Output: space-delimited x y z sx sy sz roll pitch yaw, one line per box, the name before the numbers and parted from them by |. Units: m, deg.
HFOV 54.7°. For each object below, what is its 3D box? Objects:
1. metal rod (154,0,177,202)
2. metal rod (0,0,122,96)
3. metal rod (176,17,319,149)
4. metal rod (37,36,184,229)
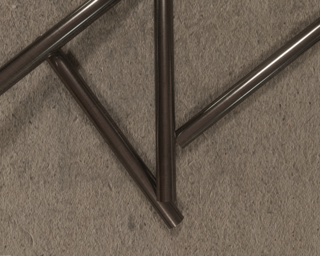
metal rod | 0.006 -0.058 0.398 0.025 0.025 0.298 -1 86 -1
metal rod | -0.126 -0.114 0.385 0.301 0.025 0.025 -42 90 -10
metal rod | 0.140 -0.075 0.411 0.300 0.025 0.025 -38 90 -1
metal rod | -0.066 0.004 0.409 0.025 0.025 0.299 -36 90 0
